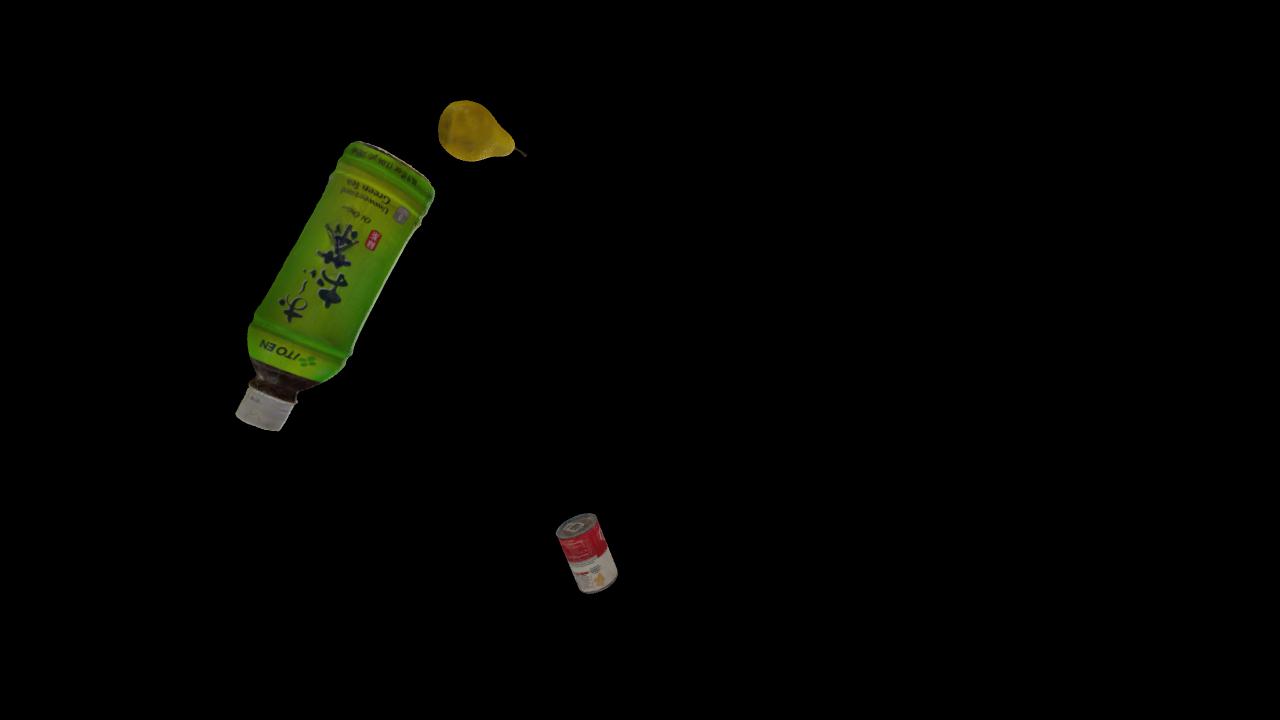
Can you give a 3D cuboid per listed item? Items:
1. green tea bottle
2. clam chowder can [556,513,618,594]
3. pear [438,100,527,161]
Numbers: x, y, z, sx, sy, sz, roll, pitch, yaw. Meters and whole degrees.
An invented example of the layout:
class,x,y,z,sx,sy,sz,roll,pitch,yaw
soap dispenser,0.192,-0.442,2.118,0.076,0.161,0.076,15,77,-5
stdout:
class,x,y,z,sx,sy,sz,roll,pitch,yaw
green tea bottle,-0.225,-0.050,0.446,0.073,0.212,0.073,22,-7,3
clam chowder can,-0.081,0.300,0.955,0.068,0.102,0.068,-19,11,4
pear,-0.201,-0.291,0.798,0.080,0.080,0.111,0,0,45
